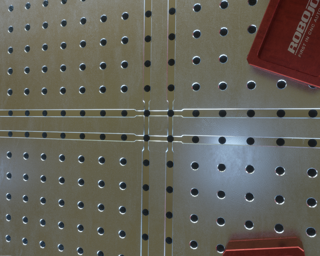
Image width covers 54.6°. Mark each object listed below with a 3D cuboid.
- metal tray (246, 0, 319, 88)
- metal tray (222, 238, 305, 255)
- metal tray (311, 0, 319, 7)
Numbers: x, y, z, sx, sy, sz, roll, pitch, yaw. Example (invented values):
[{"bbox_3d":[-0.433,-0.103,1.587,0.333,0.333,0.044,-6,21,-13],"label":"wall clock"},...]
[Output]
[{"bbox_3d":[0.164,-0.119,0.341,0.090,0.030,0.129,25,105,21],"label":"metal tray"},{"bbox_3d":[0.131,0.201,0.363,0.090,0.030,0.129,-11,86,19],"label":"metal tray"},{"bbox_3d":[0.167,-0.161,0.318,0.130,0.090,0.030,46,102,14],"label":"metal tray"}]
